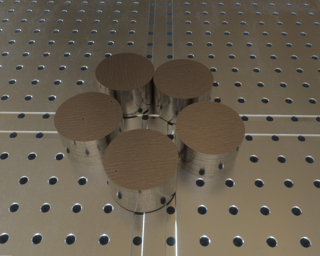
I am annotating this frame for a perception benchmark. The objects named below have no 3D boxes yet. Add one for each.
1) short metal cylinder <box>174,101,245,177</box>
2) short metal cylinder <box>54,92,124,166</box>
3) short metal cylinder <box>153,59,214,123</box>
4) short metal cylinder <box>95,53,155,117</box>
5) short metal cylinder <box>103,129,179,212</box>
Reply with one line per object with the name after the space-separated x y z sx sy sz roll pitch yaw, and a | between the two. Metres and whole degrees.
0.058 0.013 0.379 0.081 0.050 0.080 0 51 0 | short metal cylinder
-0.086 0.000 0.390 0.081 0.050 0.080 0 50 0 | short metal cylinder
0.031 -0.051 0.433 0.081 0.050 0.080 0 50 0 | short metal cylinder
-0.048 -0.063 0.443 0.081 0.050 0.080 0 50 0 | short metal cylinder
-0.020 0.047 0.350 0.080 0.050 0.080 0 50 1 | short metal cylinder
